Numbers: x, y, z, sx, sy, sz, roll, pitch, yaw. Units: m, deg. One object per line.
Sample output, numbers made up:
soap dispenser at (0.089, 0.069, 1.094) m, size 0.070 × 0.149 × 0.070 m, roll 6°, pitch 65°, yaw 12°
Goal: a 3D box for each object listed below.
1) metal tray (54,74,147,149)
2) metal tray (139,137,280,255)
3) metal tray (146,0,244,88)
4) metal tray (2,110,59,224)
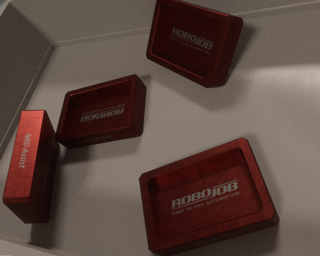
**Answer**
metal tray at (-0.087, -0.023, 0.460) m, size 0.130 × 0.030 × 0.090 m, roll -10°, pitch 57°, yaw 22°
metal tray at (0.046, 0.074, 0.331) m, size 0.130 × 0.030 × 0.090 m, roll -22°, pitch 54°, yaw 14°
metal tray at (0.040, -0.119, 0.420) m, size 0.130 × 0.030 × 0.089 m, roll 34°, pitch 122°, yaw 38°
metal tray at (-0.167, 0.051, 0.415) m, size 0.030 × 0.090 × 0.130 m, roll -1°, pitch 57°, yaw -5°
